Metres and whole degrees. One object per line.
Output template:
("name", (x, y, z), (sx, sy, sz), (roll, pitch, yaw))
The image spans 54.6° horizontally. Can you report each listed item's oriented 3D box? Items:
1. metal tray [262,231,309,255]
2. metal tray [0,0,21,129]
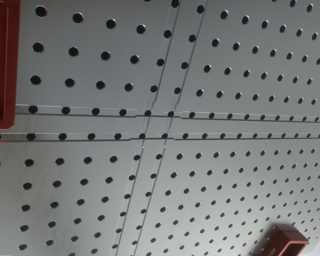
("metal tray", (0.296, 0.314, 0.762), (0.091, 0.030, 0.129), (16, 110, -35))
("metal tray", (-0.176, -0.062, 0.272), (0.091, 0.030, 0.129), (1, 118, -29))
